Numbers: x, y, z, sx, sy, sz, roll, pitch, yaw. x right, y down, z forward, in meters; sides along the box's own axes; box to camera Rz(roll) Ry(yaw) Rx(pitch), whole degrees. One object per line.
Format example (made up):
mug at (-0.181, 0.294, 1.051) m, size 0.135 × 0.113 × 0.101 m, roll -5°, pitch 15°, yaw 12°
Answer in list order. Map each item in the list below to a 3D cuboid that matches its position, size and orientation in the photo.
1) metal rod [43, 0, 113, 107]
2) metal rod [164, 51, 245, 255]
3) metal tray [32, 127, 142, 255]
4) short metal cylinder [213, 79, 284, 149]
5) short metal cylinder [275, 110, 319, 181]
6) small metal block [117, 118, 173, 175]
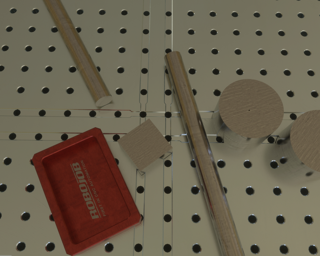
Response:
metal rod at (-0.147, -0.161, 0.468) m, size 0.025 × 0.025 × 0.299 m, roll -27°, pitch 72°, yaw -10°
metal rod at (0.054, 0.032, 0.400) m, size 0.025 × 0.025 × 0.299 m, roll -13°, pitch 71°, yaw -5°
metal tray at (-0.089, 0.075, 0.380) m, size 0.091 × 0.030 × 0.130 m, roll -25°, pitch 72°, yaw -9°
short metal cylinder at (0.113, -0.017, 0.406) m, size 0.081 × 0.050 × 0.080 m, roll 0°, pitch 70°, yaw 0°
short metal cylinder at (0.196, 0.023, 0.392) m, size 0.081 × 0.050 × 0.080 m, roll 0°, pitch 70°, yaw 0°
small metal block at (-0.019, 0.024, 0.403) m, size 0.050 × 0.025 × 0.050 m, roll -35°, pitch 74°, yaw -12°
